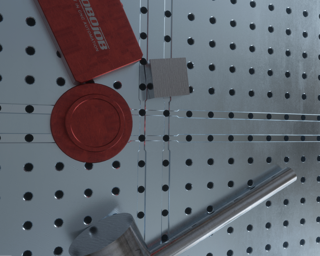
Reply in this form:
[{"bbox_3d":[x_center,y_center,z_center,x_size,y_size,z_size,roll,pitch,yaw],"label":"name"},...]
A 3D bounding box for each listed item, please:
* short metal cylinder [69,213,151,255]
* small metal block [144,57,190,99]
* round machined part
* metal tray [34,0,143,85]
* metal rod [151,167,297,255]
[{"bbox_3d":[-0.058,0.144,0.363,0.081,0.080,0.050,-27,99,-18],"label":"short metal cylinder"},{"bbox_3d":[0.009,-0.067,0.417,0.050,0.025,0.050,-8,93,-20],"label":"small metal block"},{"bbox_3d":[-0.081,-0.006,0.374,0.099,0.042,0.097,0,90,-21],"label":"round machined part"},{"bbox_3d":[-0.088,-0.128,0.378,0.091,0.030,0.129,-26,99,-18],"label":"metal tray"},{"bbox_3d":[0.077,0.134,0.442,0.302,0.025,0.025,-25,99,-19],"label":"metal rod"}]
